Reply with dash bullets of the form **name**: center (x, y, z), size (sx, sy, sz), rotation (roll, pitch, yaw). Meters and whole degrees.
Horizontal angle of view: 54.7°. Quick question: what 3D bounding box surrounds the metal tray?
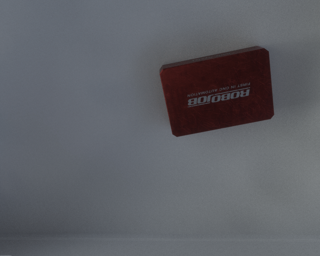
- **metal tray**: center (0.072, -0.046, 0.393), size (0.131, 0.030, 0.089), rotation (-11, 110, 3)
